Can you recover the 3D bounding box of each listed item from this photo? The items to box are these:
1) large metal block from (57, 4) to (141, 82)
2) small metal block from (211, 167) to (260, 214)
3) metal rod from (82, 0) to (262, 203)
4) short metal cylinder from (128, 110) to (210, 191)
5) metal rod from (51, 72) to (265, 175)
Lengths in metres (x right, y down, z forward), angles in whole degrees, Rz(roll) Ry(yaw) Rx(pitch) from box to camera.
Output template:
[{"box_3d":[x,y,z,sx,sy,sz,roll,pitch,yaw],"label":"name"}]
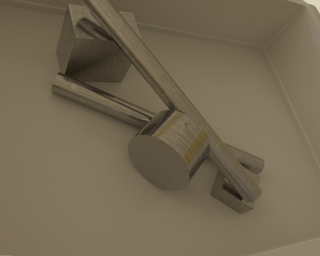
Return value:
[{"box_3d":[-0.079,-0.102,0.390,0.081,0.080,0.050,-4,64,-30],"label":"large metal block"},{"box_3d":[0.102,0.078,0.413,0.050,0.025,0.050,33,51,-7],"label":"small metal block"},{"box_3d":[0.020,-0.030,0.360,0.300,0.025,0.025,50,50,-9],"label":"metal rod"},{"box_3d":[0.010,0.026,0.359,0.080,0.080,0.050,43,51,0],"label":"short metal cylinder"},{"box_3d":[0.009,0.000,0.410,0.302,0.025,0.025,23,53,-15],"label":"metal rod"}]
